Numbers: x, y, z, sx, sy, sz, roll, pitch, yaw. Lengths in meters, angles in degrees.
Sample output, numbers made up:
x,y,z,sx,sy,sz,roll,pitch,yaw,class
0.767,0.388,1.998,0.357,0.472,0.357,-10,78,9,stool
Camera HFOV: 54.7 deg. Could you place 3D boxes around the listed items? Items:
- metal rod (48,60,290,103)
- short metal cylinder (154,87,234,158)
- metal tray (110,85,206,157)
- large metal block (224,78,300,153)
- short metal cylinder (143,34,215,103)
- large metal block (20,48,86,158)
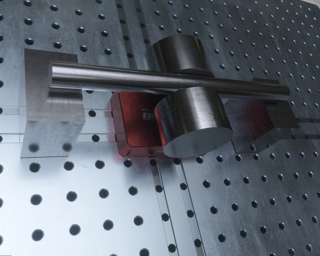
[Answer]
x,y,z,sx,sy,sz,roll,pitch,yaw,class
0.034,-0.048,0.352,0.303,0.025,0.025,0,62,-28,metal rod
0.038,-0.004,0.357,0.081,0.080,0.050,1,62,-28,short metal cylinder
0.006,-0.010,0.414,0.131,0.030,0.090,1,61,-28,metal tray
0.144,-0.017,0.459,0.050,0.080,0.080,1,62,-28,large metal block
0.023,-0.071,0.390,0.081,0.080,0.050,1,62,-28,short metal cylinder
-0.116,-0.023,0.322,0.050,0.080,0.080,1,62,-28,large metal block
